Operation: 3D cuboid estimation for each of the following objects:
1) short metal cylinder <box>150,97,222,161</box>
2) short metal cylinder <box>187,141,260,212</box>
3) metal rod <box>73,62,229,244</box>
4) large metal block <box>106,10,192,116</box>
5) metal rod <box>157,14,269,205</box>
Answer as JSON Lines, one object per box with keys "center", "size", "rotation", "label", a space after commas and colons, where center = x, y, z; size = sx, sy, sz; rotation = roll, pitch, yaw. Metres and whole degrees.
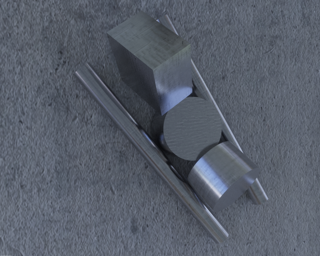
{"center": [0.033, 0.001, 0.409], "size": [0.081, 0.050, 0.080], "rotation": [0, 90, -20], "label": "short metal cylinder"}
{"center": [0.083, 0.064, 0.405], "size": [0.080, 0.080, 0.050], "rotation": [-33, 59, -17], "label": "short metal cylinder"}
{"center": [-0.004, 0.042, 0.408], "size": [0.025, 0.025, 0.300], "rotation": [-43, 104, -15], "label": "metal rod"}
{"center": [-0.009, -0.074, 0.361], "size": [0.050, 0.080, 0.080], "rotation": [-38, 61, -16], "label": "large metal block"}
{"center": [0.076, -0.018, 0.438], "size": [0.025, 0.025, 0.299], "rotation": [-34, 101, -17], "label": "metal rod"}
